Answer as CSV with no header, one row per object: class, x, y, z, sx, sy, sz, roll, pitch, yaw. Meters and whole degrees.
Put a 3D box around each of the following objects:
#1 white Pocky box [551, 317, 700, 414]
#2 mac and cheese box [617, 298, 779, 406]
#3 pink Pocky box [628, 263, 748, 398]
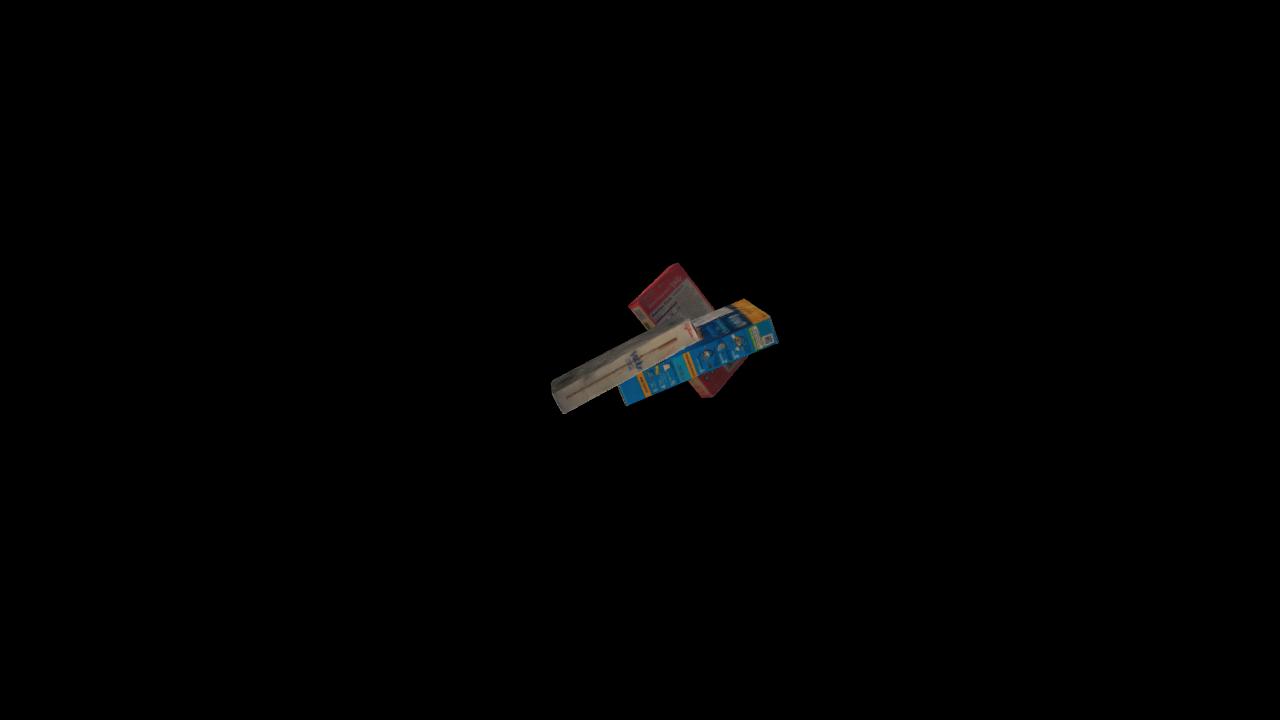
white Pocky box,-0.019,0.002,0.632,0.154,0.028,0.084,-28,8,-4
mac and cheese box,0.056,-0.012,0.714,0.184,0.041,0.093,-22,22,-2
pink Pocky box,0.063,-0.036,0.769,0.084,0.155,0.029,-46,15,-27
